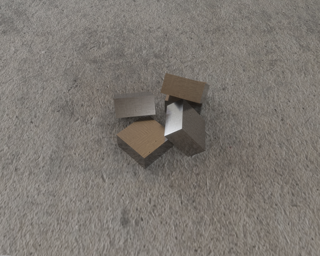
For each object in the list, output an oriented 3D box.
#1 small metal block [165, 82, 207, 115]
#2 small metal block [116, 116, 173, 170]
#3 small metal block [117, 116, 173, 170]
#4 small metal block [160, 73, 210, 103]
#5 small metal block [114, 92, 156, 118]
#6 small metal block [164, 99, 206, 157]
[{"bbox_3d":[0.037,-0.044,0.442,0.050,0.025,0.050,11,51,8],"label":"small metal block"},{"bbox_3d":[-0.018,0.016,0.391,0.050,0.025,0.050,37,59,27],"label":"small metal block"},{"bbox_3d":[-0.018,0.016,0.391,0.050,0.025,0.050,38,59,27],"label":"small metal block"},{"bbox_3d":[0.034,-0.050,0.397,0.050,0.025,0.050,17,9,13],"label":"small metal block"},{"bbox_3d":[-0.034,-0.032,0.415,0.050,0.025,0.050,-6,13,-6],"label":"small metal block"},{"bbox_3d":[0.032,0.000,0.386,0.025,0.050,0.050,-24,41,31],"label":"small metal block"}]
